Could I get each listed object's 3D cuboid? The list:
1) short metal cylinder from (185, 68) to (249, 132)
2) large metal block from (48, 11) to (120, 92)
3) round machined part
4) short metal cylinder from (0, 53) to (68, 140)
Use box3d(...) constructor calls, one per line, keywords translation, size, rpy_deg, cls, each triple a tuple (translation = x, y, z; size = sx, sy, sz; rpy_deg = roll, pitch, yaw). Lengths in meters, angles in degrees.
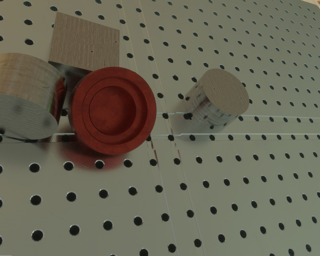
box3d(translation=(0.085, -0.041, 0.463), size=(0.081, 0.050, 0.080), rpy_deg=(14, 56, -21), cls="short metal cylinder")
box3d(translation=(-0.098, -0.090, 0.394), size=(0.081, 0.050, 0.080), rpy_deg=(10, 57, -23), cls="large metal block")
box3d(translation=(-0.057, -0.020, 0.360), size=(0.099, 0.042, 0.097), rpy_deg=(-3, 96, -27), cls="round machined part")
box3d(translation=(-0.140, -0.030, 0.315), size=(0.081, 0.080, 0.050), rpy_deg=(15, 56, -20), cls="short metal cylinder")
